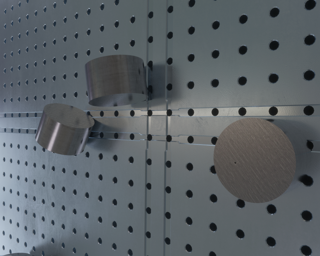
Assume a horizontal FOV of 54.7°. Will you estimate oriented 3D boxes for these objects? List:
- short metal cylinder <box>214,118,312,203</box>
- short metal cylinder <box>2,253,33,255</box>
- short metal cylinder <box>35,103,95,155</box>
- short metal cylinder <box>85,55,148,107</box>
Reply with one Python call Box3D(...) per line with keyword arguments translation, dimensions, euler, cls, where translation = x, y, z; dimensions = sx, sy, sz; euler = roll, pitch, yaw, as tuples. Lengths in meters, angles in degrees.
Box3D(translation=(0.102, 0.030, 0.309), dimensions=(0.080, 0.050, 0.079), euler=(0, 90, 40), cls="short metal cylinder")
Box3D(translation=(-0.296, 0.291, 0.618), dimensions=(0.080, 0.081, 0.050), euler=(1, 91, 40), cls="short metal cylinder")
Box3D(translation=(-0.153, 0.001, 0.500), dimensions=(0.080, 0.081, 0.050), euler=(38, 114, 33), cls="short metal cylinder")
Box3D(translation=(-0.059, -0.062, 0.422), dimensions=(0.080, 0.081, 0.050), euler=(-12, 82, 39), cls="short metal cylinder")
